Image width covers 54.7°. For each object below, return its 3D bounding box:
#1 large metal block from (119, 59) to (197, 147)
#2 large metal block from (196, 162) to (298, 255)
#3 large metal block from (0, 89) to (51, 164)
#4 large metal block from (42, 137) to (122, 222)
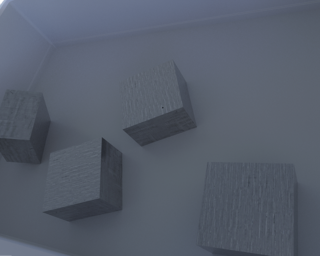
[{"bbox_3d":[-0.004,-0.032,0.410,0.080,0.050,0.080,-20,54,16],"label":"large metal block"},{"bbox_3d":[0.086,0.080,0.295,0.080,0.050,0.080,-2,61,27],"label":"large metal block"},{"bbox_3d":[-0.205,0.000,0.466,0.050,0.080,0.080,5,59,-7],"label":"large metal block"},{"bbox_3d":[-0.096,0.067,0.397,0.080,0.050,0.080,-17,55,18],"label":"large metal block"}]
